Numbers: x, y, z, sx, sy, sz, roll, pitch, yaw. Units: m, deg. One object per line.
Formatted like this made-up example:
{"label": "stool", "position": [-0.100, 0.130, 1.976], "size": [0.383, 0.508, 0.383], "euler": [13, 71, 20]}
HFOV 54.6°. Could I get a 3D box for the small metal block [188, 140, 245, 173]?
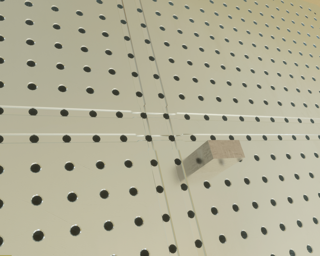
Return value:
{"label": "small metal block", "position": [0.074, 0.038, 0.408], "size": [0.050, 0.050, 0.025], "euler": [1, 62, -28]}
